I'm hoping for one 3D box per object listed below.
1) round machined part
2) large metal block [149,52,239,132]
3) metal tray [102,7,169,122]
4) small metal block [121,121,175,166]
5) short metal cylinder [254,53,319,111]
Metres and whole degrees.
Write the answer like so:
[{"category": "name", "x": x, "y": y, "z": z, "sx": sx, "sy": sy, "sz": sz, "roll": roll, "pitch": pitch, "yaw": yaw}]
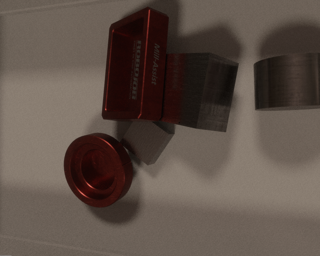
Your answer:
[{"category": "round machined part", "x": -0.079, "y": 0.054, "z": 0.422, "sx": 0.098, "sy": 0.042, "sz": 0.097, "roll": 5, "pitch": 101, "yaw": 25}, {"category": "large metal block", "x": 0.038, "y": -0.043, "z": 0.366, "sx": 0.080, "sy": 0.050, "sz": 0.079, "roll": 14, "pitch": 95, "yaw": 49}, {"category": "metal tray", "x": -0.033, "y": -0.074, "z": 0.390, "sx": 0.090, "sy": 0.030, "sz": 0.129, "roll": 1, "pitch": 85, "yaw": 51}, {"category": "small metal block", "x": -0.017, "y": 0.014, "z": 0.416, "sx": 0.050, "sy": 0.025, "sz": 0.050, "roll": 36, "pitch": 101, "yaw": 16}, {"category": "short metal cylinder", "x": 0.143, "y": -0.046, "z": 0.331, "sx": 0.080, "sy": 0.080, "sz": 0.050, "roll": -2, "pitch": 90, "yaw": 19}]
